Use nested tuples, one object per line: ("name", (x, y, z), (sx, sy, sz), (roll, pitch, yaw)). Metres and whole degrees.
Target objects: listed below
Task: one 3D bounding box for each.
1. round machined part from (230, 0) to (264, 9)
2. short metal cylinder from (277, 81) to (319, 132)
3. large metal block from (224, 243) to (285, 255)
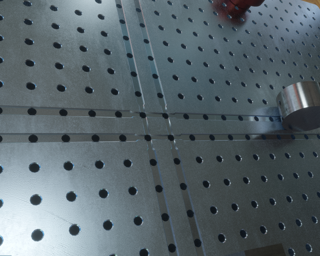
("round machined part", (0.185, -0.302, 0.681), (0.099, 0.042, 0.098), (14, 56, -21))
("short metal cylinder", (0.244, -0.035, 0.526), (0.081, 0.080, 0.050), (13, 57, -21))
("large metal block", (0.093, 0.171, 0.319), (0.050, 0.080, 0.080), (2, 61, -27))
